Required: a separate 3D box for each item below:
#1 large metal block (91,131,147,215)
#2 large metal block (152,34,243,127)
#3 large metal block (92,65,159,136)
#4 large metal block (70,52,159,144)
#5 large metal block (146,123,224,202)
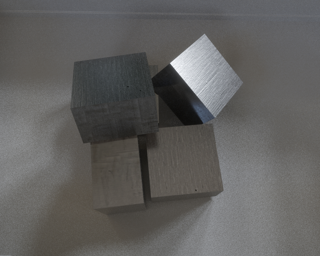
[{"bbox_3d":[-0.046,0.054,0.359,0.050,0.080,0.080,-6,70,-3],"label":"large metal block"},{"bbox_3d":[0.046,-0.057,0.389,0.080,0.050,0.080,50,54,-8],"label":"large metal block"},{"bbox_3d":[-0.042,-0.034,0.407,0.081,0.050,0.080,-1,70,-1],"label":"large metal block"},{"bbox_3d":[-0.048,-0.035,0.338,0.081,0.050,0.080,-9,45,-3],"label":"large metal block"},{"bbox_3d":[0.026,0.044,0.377,0.081,0.050,0.080,-5,70,-2],"label":"large metal block"}]
